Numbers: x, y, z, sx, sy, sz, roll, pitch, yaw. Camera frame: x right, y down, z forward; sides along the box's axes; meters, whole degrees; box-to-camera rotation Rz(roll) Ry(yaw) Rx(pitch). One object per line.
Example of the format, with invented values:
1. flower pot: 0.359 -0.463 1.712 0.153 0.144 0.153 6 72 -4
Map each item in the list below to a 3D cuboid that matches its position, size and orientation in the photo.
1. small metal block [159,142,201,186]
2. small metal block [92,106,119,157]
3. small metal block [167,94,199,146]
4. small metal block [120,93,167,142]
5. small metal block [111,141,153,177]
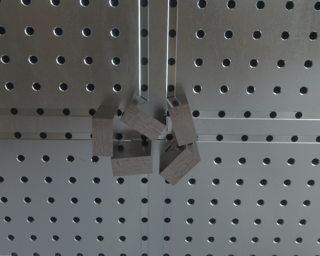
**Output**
1. small metal block: 0.025 0.041 0.415 0.025 0.050 0.050 41 105 -13
2. small metal block: -0.070 0.003 0.401 0.025 0.050 0.050 3 111 -1
3. small metal block: 0.028 -0.012 0.395 0.025 0.050 0.050 -15 109 5
4. small metal block: -0.020 -0.015 0.394 0.050 0.050 0.025 32 108 -12
5. small metal block: -0.035 0.040 0.414 0.050 0.050 0.025 -5 110 1
